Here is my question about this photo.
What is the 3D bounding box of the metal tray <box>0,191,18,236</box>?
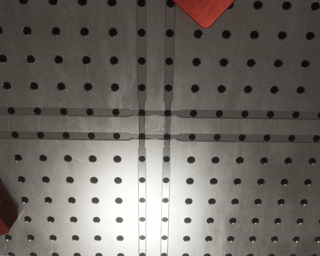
[{"bbox_3d":[-0.281,0.105,0.445,0.090,0.030,0.129,-20,109,6],"label":"metal tray"}]

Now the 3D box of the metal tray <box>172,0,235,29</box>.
[{"bbox_3d":[0.033,-0.181,0.322,0.130,0.030,0.090,38,121,-13],"label":"metal tray"}]
